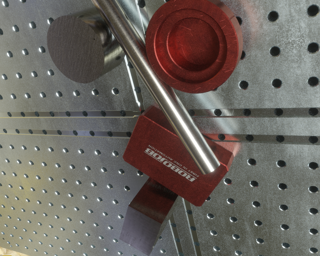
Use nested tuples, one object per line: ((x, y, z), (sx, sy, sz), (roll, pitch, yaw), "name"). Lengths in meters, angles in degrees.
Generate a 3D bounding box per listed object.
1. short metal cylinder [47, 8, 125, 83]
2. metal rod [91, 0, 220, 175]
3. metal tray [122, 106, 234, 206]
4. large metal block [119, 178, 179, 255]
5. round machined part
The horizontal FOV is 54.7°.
((-0.088, -0.101, 0.379), (0.080, 0.050, 0.079), (13, 124, 21), "short metal cylinder")
((-0.020, -0.077, 0.353), (0.025, 0.025, 0.299), (-29, 97, 37), "metal rod")
((0.021, 0.040, 0.422), (0.130, 0.030, 0.089), (31, 129, 7), "metal tray")
((-0.012, 0.125, 0.459), (0.050, 0.080, 0.079), (26, 128, 12), "large metal block")
((0.038, -0.089, 0.325), (0.098, 0.042, 0.097), (13, 124, 21), "round machined part")
